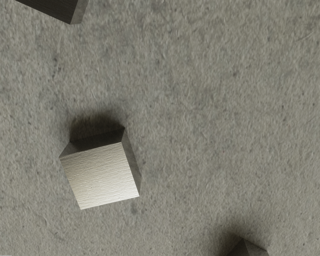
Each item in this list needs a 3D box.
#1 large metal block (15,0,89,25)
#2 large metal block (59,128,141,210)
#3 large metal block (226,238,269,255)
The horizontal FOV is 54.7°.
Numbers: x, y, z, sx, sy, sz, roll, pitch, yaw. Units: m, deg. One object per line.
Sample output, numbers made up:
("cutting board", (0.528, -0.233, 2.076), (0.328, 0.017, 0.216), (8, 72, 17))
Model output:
("large metal block", (-0.116, -0.167, 0.333), (0.080, 0.050, 0.079), (23, 108, -9))
("large metal block", (-0.076, 0.054, 0.415), (0.080, 0.050, 0.080), (-14, 110, 4))
("large metal block", (0.130, 0.231, 0.468), (0.050, 0.080, 0.080), (32, 107, -11))
